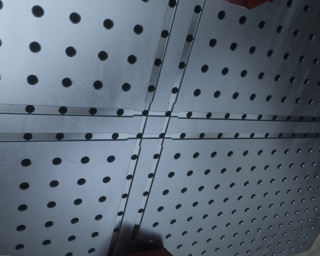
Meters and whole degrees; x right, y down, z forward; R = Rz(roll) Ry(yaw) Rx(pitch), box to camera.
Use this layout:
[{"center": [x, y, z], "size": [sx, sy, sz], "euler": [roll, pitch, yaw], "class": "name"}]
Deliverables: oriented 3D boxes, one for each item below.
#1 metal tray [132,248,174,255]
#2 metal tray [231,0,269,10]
[{"center": [-0.034, 0.276, 0.534], "size": [0.090, 0.030, 0.129], "euler": [17, 99, -50], "class": "metal tray"}, {"center": [0.117, -0.212, 0.343], "size": [0.090, 0.030, 0.129], "euler": [-28, 128, -11], "class": "metal tray"}]
